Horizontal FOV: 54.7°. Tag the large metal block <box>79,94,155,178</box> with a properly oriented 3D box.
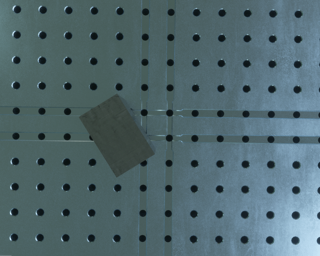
[{"bbox_3d":[-0.048,0.008,0.385,0.050,0.080,0.080,-32,90,0],"label":"large metal block"}]
